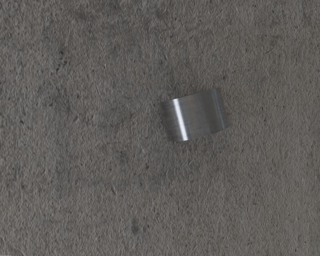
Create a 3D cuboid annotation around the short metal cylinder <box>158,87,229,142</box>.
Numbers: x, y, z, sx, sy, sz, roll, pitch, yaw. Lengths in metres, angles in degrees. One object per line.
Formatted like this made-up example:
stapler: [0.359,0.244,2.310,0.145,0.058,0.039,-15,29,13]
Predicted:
short metal cylinder: [0.043,-0.018,0.395,0.081,0.080,0.050,-16,96,-19]
